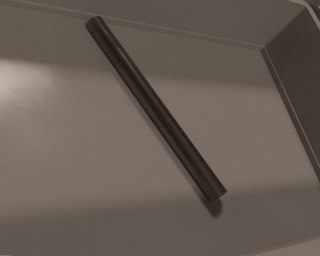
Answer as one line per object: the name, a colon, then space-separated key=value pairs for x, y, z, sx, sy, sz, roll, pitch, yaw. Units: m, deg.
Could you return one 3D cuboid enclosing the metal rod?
metal rod: x=-0.010 y=-0.033 z=0.421 sx=0.025 sy=0.025 sz=0.299 roll=-27 pitch=77 yaw=-37
